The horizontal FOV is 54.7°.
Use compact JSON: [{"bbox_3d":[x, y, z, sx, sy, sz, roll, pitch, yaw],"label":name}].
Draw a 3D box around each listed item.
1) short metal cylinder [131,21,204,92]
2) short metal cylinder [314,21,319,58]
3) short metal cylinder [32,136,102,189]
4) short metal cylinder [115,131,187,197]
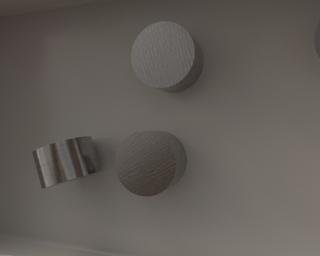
[{"bbox_3d":[0.011,-0.088,0.393,0.080,0.050,0.079,0,90,19],"label":"short metal cylinder"},{"bbox_3d":[0.209,-0.102,0.324,0.080,0.050,0.079,0,90,19],"label":"short metal cylinder"},{"bbox_3d":[-0.127,0.047,0.424,0.080,0.080,0.050,-19,84,18],"label":"short metal cylinder"},{"bbox_3d":[-0.011,0.043,0.400,0.080,0.050,0.079,0,90,19],"label":"short metal cylinder"}]
